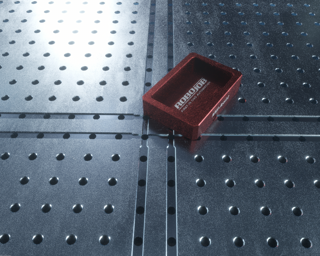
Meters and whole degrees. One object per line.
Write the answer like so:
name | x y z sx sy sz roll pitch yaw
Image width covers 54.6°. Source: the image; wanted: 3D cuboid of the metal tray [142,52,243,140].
metal tray | 0.048 -0.051 0.447 0.090 0.030 0.131 29 56 22
